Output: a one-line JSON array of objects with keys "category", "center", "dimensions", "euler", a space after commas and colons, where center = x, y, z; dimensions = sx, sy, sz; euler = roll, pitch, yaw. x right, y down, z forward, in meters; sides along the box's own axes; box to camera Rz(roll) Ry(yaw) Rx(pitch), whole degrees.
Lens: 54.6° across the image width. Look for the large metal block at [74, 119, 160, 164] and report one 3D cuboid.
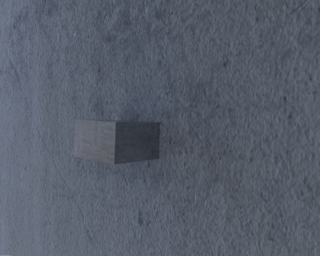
[{"category": "large metal block", "center": [-0.057, 0.015, 0.418], "dimensions": [0.080, 0.081, 0.050], "euler": [4, 93, 40]}]
